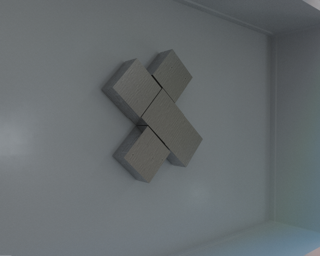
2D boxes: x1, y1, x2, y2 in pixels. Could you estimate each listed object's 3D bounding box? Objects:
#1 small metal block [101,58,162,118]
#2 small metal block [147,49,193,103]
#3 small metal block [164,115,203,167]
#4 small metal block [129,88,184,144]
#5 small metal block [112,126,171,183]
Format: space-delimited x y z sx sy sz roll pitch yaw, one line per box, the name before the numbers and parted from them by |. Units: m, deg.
small metal block | -0.033 -0.047 0.376 0.050 0.025 0.050 49 61 -29
small metal block | 0.010 -0.067 0.411 0.050 0.025 0.050 49 60 -29
small metal block | 0.026 0.018 0.425 0.050 0.025 0.050 49 61 -29
small metal block | -0.003 -0.015 0.400 0.050 0.025 0.050 49 61 -29
small metal block | -0.022 0.032 0.386 0.050 0.025 0.050 50 61 -28
